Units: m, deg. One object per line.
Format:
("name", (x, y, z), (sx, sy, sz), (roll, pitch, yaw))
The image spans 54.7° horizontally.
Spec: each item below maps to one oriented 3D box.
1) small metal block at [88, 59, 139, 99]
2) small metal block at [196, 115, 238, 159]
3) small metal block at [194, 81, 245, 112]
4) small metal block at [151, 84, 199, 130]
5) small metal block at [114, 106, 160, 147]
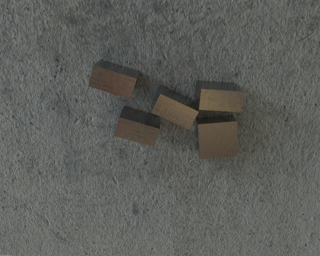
("small metal block", (-0.054, -0.060, 0.374), (0.050, 0.050, 0.025), (16, 109, -6))
("small metal block", (0.076, 0.012, 0.415), (0.050, 0.025, 0.050), (-5, 110, 1))
("small metal block", (0.071, -0.040, 0.382), (0.050, 0.050, 0.025), (3, 110, -2))
("small metal block", (0.018, -0.027, 0.386), (0.050, 0.050, 0.025), (24, 108, -9))
("small metal block", (-0.028, -0.003, 0.395), (0.050, 0.050, 0.025), (16, 109, -6))
